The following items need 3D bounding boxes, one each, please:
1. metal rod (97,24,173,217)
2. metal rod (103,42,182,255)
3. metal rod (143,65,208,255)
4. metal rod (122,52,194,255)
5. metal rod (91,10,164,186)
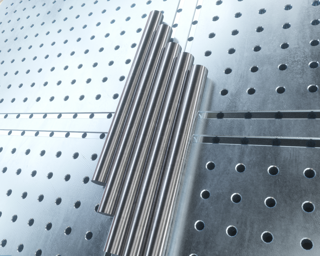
[{"bbox_3d":[-0.028,-0.027,0.436,0.025,0.025,0.300,1,62,28],"label":"metal rod"},{"bbox_3d":[-0.015,0.010,0.408,0.025,0.025,0.300,1,62,28],"label":"metal rod"},{"bbox_3d":[0.018,0.052,0.365,0.025,0.025,0.300,1,62,28],"label":"metal rod"},{"bbox_3d":[0.001,0.029,0.387,0.025,0.025,0.300,1,62,28],"label":"metal rod"},{"bbox_3d":[-0.042,-0.059,0.464,0.025,0.025,0.300,1,62,28],"label":"metal rod"}]
